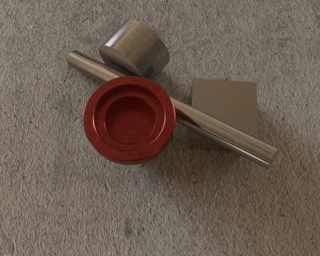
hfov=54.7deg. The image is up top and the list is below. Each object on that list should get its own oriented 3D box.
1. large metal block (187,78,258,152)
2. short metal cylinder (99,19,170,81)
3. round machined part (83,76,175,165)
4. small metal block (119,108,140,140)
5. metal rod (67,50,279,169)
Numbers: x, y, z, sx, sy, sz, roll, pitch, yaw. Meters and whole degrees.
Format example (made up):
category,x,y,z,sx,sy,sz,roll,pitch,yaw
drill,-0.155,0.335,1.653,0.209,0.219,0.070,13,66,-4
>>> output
category,x,y,z,sx,sy,sz,roll,pitch,yaw
large metal block,0.079,-0.015,0.403,0.081,0.050,0.080,4,70,1
short metal cylinder,-0.034,-0.097,0.415,0.080,0.080,0.050,36,74,12
round machined part,-0.033,-0.006,0.350,0.099,0.042,0.098,0,71,-1
small metal block,-0.037,-0.002,0.397,0.025,0.050,0.050,-2,70,-1
metal rod,-0.003,-0.034,0.382,0.300,0.025,0.025,29,72,24
